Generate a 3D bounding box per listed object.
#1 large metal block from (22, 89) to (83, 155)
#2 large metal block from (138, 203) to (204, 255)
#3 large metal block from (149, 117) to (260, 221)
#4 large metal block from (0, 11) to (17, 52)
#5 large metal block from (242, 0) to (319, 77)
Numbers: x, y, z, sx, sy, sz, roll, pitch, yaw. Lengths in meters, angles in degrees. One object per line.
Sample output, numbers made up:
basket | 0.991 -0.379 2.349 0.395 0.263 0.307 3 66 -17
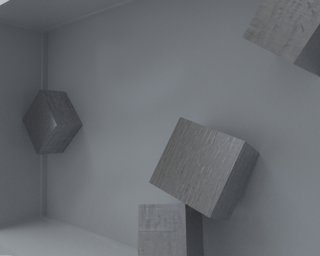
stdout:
large metal block | -0.192 -0.010 0.550 0.080 0.050 0.080 -48 62 29
large metal block | 0.015 0.127 0.340 0.050 0.080 0.080 -6 71 18
large metal block | 0.048 0.043 0.336 0.080 0.050 0.080 23 86 37
large metal block | -0.369 -0.217 0.679 0.050 0.081 0.079 19 102 38
large metal block | 0.128 -0.096 0.265 0.050 0.081 0.080 41 115 32
